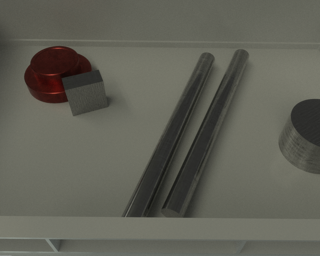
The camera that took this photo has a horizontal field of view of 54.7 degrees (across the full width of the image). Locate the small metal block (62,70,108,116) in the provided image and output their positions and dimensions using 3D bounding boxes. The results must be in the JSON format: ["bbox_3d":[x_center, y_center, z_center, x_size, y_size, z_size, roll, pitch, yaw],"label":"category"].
[{"bbox_3d":[-0.103,-0.048,0.428,0.050,0.050,0.025,-16,52,-14],"label":"small metal block"}]

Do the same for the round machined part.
[{"bbox_3d":[-0.153,-0.086,0.464,0.099,0.042,0.098,0,50,0],"label":"round machined part"}]

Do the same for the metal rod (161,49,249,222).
[{"bbox_3d":[0.073,-0.013,0.416,0.025,0.025,0.301,19,52,15],"label":"metal rod"}]

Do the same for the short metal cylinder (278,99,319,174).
[{"bbox_3d":[0.195,0.010,0.383,0.081,0.050,0.080,0,50,0],"label":"short metal cylinder"}]

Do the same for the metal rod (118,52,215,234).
[{"bbox_3d":[0.022,-0.004,0.408,0.025,0.025,0.301,17,52,13],"label":"metal rod"}]
